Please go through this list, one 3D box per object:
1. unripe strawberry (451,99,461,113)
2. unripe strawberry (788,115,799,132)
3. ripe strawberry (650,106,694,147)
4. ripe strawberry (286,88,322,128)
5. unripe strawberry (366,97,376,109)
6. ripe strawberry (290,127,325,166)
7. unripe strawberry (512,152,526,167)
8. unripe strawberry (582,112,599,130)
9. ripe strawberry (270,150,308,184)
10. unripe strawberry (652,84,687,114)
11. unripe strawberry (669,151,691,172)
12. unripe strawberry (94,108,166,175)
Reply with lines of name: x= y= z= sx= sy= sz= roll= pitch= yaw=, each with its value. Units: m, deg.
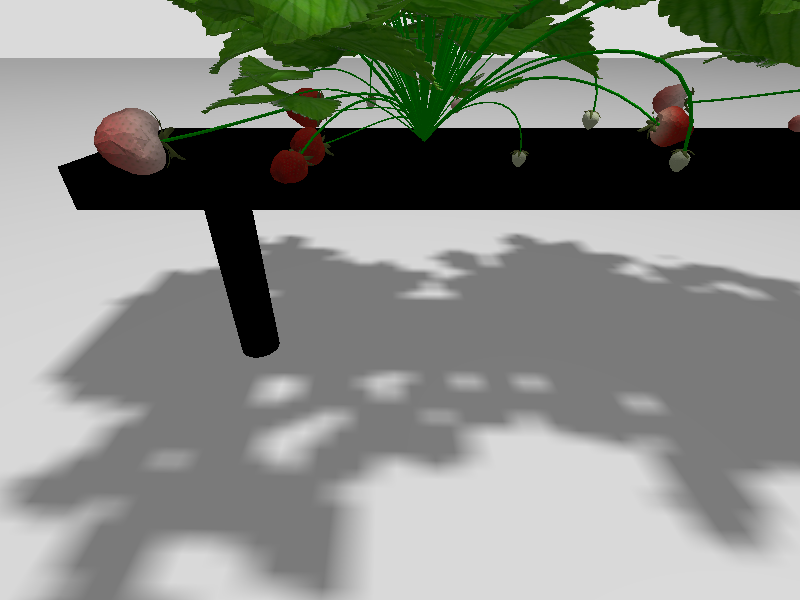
unripe strawberry: x=0.066 y=-0.225 z=0.466 sx=0.014 sy=0.015 sz=0.015 roll=9 pitch=34 yaw=13
unripe strawberry: x=0.356 y=-0.158 z=0.358 sx=0.014 sy=0.015 sz=0.013 roll=-3 pitch=30 yaw=22
ripe strawberry: x=0.210 y=-0.132 z=0.308 sx=0.030 sy=0.029 sz=0.027 roll=11 pitch=33 yaw=0
ripe strawberry: x=-0.087 y=-0.176 z=0.368 sx=0.035 sy=0.034 sz=0.038 roll=15 pitch=35 yaw=23
unripe strawberry: x=-0.034 y=-0.231 z=0.470 sx=0.012 sy=0.012 sz=0.012 roll=-10 pitch=34 yaw=-15
ripe strawberry: x=-0.060 y=-0.098 z=0.257 sx=0.020 sy=0.023 sz=0.022 roll=28 pitch=42 yaw=36
unripe strawberry: x=0.076 y=-0.091 z=0.258 sx=0.009 sy=0.010 sz=0.010 roll=-20 pitch=38 yaw=-28
unripe strawberry: x=0.179 y=-0.169 z=0.378 sx=0.015 sy=0.015 sz=0.014 roll=-11 pitch=34 yaw=-17
ripe strawberry: x=-0.062 y=-0.072 z=0.220 sx=0.021 sy=0.019 sz=0.019 roll=19 pitch=-31 yaw=27
unripe strawberry: x=0.286 y=-0.211 z=0.424 sx=0.031 sy=0.032 sz=0.029 roll=19 pitch=37 yaw=28
unripe strawberry: x=0.156 y=-0.077 z=0.223 sx=0.010 sy=0.011 sz=0.011 roll=25 pitch=40 yaw=34
unripe strawberry: x=-0.158 y=-0.093 z=0.236 sx=0.035 sy=0.036 sz=0.032 roll=-18 pitch=37 yaw=-24
